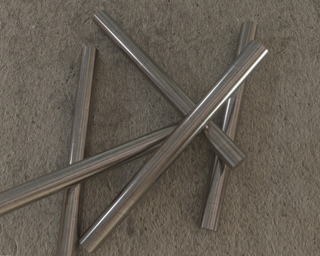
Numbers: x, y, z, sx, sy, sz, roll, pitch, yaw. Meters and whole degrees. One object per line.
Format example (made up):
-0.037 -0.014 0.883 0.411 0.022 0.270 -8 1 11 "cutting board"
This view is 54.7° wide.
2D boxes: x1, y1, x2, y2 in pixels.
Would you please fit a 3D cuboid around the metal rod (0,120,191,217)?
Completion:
-0.074 0.043 0.368 0.302 0.025 0.025 -22 71 -17 "metal rod"

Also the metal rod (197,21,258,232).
0.095 -0.016 0.414 0.025 0.025 0.299 14 70 5 "metal rod"

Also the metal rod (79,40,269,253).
0.015 0.022 0.355 0.025 0.025 0.300 41 92 13 "metal rod"

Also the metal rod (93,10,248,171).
0.000 -0.064 0.411 0.025 0.025 0.300 -36 67 -12 "metal rod"

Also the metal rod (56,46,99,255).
-0.104 0.029 0.396 0.025 0.025 0.299 1 70 0 "metal rod"
